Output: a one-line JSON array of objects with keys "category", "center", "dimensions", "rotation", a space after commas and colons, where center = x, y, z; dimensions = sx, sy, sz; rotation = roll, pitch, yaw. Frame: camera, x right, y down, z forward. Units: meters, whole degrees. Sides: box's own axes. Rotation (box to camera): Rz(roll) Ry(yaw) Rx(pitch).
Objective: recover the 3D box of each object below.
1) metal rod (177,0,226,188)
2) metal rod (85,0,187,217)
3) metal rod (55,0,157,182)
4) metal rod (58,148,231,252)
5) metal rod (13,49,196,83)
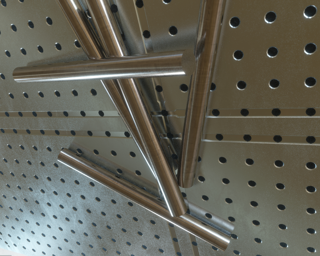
[{"category": "metal rod", "center": [0.046, -0.048, 0.356], "dimensions": [0.025, 0.025, 0.298], "rotation": [17, 125, 18]}, {"category": "metal rod", "center": [-0.024, -0.016, 0.397], "dimensions": [0.025, 0.025, 0.298], "rotation": [-10, 109, 32]}, {"category": "metal rod", "center": [-0.058, -0.052, 0.408], "dimensions": [0.025, 0.025, 0.299], "rotation": [-16, 111, 34]}, {"category": "metal rod", "center": [-0.032, 0.109, 0.493], "dimensions": [0.301, 0.025, 0.025], "rotation": [26, 127, 11]}, {"category": "metal rod", "center": [-0.092, -0.071, 0.381], "dimensions": [0.300, 0.025, 0.025], "rotation": [5, 121, 37]}]
